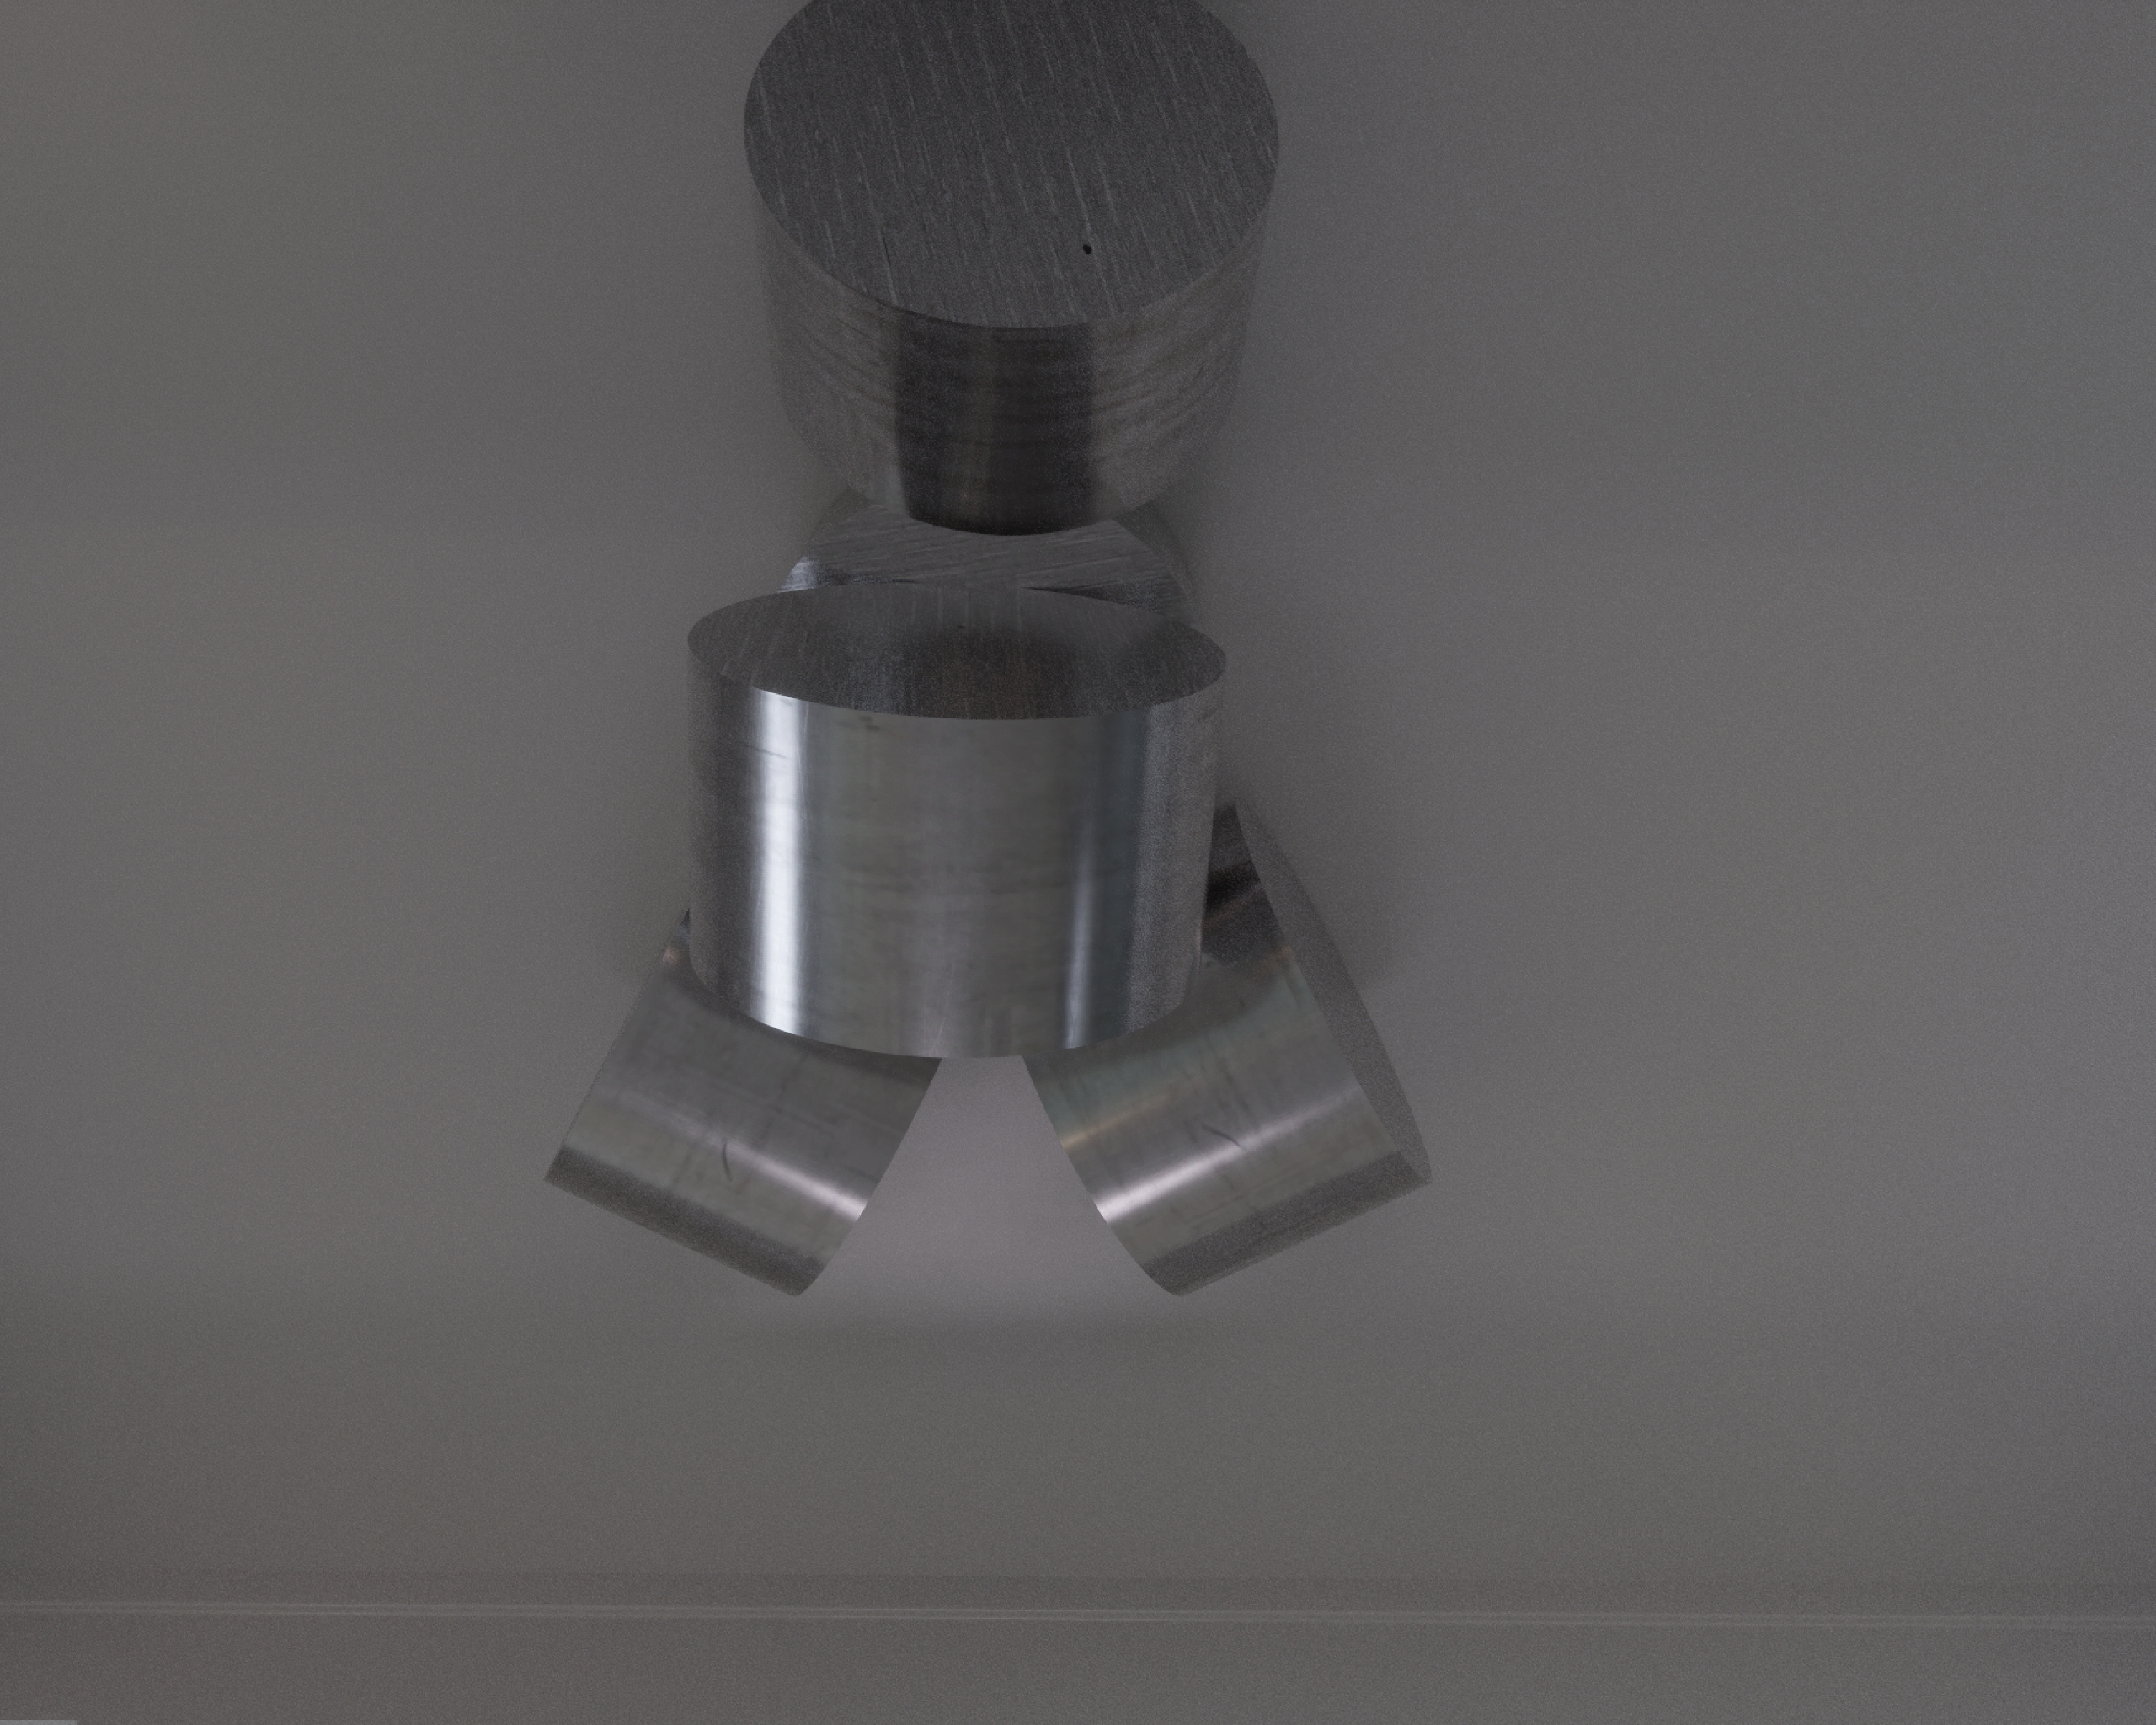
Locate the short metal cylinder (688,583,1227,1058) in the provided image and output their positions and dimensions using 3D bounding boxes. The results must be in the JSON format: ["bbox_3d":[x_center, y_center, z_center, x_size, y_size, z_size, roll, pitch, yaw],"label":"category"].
[{"bbox_3d":[-0.019,-0.010,0.323,0.081,0.080,0.050,3,110,-1],"label":"short metal cylinder"}]

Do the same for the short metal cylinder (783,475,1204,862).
[{"bbox_3d":[-0.016,-0.035,0.382,0.081,0.050,0.079,0,110,0],"label":"short metal cylinder"}]

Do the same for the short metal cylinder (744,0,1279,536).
[{"bbox_3d":[-0.011,-0.100,0.336,0.081,0.080,0.050,4,153,-2],"label":"short metal cylinder"}]

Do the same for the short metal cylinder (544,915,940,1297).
[{"bbox_3d":[-0.058,0.034,0.392,0.050,0.080,0.080,28,108,-9],"label":"short metal cylinder"}]

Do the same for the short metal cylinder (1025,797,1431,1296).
[{"bbox_3d":[0.026,0.034,0.393,0.050,0.080,0.080,-27,108,10],"label":"short metal cylinder"}]
